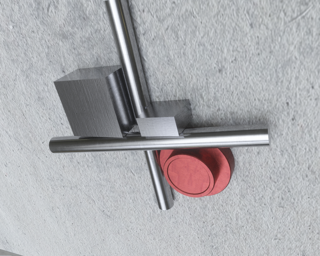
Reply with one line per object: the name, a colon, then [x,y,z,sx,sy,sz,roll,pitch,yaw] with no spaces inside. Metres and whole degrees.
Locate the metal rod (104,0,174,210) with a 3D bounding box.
metal rod: [-0.021,-0.013,0.409,0.025,0.025,0.298,1,119,27]

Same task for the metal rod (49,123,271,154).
metal rod: [-0.019,0.016,0.395,0.301,0.025,0.025,-4,117,25]

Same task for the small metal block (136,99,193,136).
small metal block: [0.007,-0.013,0.379,0.050,0.050,0.025,-1,118,28]

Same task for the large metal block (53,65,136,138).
large metal block: [-0.080,-0.035,0.410,0.080,0.050,0.079,1,119,27]

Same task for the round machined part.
round machined part: [0.044,0.051,0.404,0.098,0.042,0.097,13,124,20]
